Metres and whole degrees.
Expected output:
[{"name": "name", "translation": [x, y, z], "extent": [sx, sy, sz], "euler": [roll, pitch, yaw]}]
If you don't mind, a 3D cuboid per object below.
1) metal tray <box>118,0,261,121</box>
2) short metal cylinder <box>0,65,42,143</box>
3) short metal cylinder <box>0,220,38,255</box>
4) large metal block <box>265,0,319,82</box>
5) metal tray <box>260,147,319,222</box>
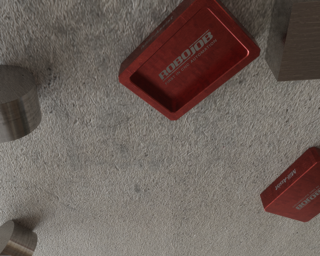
[{"name": "metal tray", "translation": [0.029, -0.075, 0.340], "extent": [0.090, 0.030, 0.130], "euler": [36, 121, -27]}, {"name": "short metal cylinder", "translation": [-0.178, -0.029, 0.345], "extent": [0.081, 0.080, 0.050], "euler": [4, 130, -4]}, {"name": "short metal cylinder", "translation": [-0.266, 0.213, 0.550], "extent": [0.080, 0.080, 0.050], "euler": [-30, 124, 23]}, {"name": "large metal block", "translation": [0.158, -0.096, 0.310], "extent": [0.080, 0.050, 0.080], "euler": [-3, 130, 2]}, {"name": "metal tray", "translation": [0.233, 0.093, 0.486], "extent": [0.091, 0.030, 0.129], "euler": [19, 128, -16]}]
